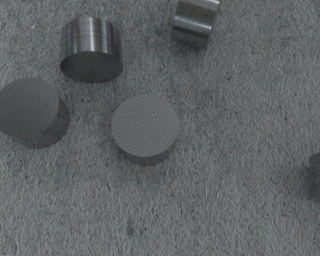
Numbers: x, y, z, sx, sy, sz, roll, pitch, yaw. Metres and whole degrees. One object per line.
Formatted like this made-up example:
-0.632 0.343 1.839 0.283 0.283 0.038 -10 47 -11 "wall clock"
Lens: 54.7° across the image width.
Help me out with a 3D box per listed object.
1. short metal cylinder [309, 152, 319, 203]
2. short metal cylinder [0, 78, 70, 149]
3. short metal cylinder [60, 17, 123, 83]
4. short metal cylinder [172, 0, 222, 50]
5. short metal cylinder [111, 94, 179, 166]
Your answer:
0.218 0.059 0.359 0.080 0.080 0.050 5 70 2 "short metal cylinder"
-0.163 -0.018 0.400 0.081 0.050 0.080 0 70 0 "short metal cylinder"
-0.091 -0.101 0.415 0.081 0.080 0.050 -5 70 -2 "short metal cylinder"
0.053 -0.157 0.436 0.050 0.080 0.080 18 71 6 "short metal cylinder"
-0.018 0.004 0.393 0.081 0.050 0.080 0 70 0 "short metal cylinder"
